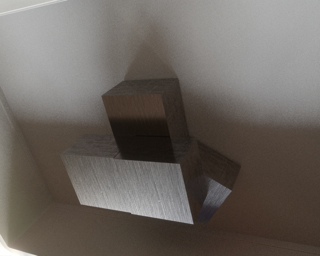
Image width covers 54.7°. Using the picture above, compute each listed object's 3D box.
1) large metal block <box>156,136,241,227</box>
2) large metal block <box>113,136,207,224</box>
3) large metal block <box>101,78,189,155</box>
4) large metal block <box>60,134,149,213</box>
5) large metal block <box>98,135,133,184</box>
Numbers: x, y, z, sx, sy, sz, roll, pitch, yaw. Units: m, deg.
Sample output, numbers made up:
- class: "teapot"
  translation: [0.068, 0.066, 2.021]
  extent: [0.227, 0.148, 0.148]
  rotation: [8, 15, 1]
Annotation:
- class: "large metal block"
  translation: [0.047, 0.070, 0.407]
  extent: [0.080, 0.050, 0.079]
  rotation: [30, 128, 9]
- class: "large metal block"
  translation: [0.003, 0.058, 0.358]
  extent: [0.080, 0.050, 0.080]
  rotation: [1, 119, 28]
- class: "large metal block"
  translation: [-0.016, -0.015, 0.390]
  extent: [0.080, 0.050, 0.080]
  rotation: [2, 119, 27]
- class: "large metal block"
  translation: [-0.068, 0.055, 0.396]
  extent: [0.080, 0.050, 0.080]
  rotation: [1, 119, 28]
- class: "large metal block"
  translation: [-0.048, 0.064, 0.455]
  extent: [0.080, 0.050, 0.080]
  rotation: [-29, 103, 37]
